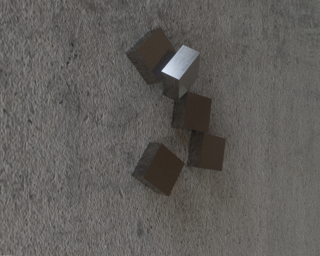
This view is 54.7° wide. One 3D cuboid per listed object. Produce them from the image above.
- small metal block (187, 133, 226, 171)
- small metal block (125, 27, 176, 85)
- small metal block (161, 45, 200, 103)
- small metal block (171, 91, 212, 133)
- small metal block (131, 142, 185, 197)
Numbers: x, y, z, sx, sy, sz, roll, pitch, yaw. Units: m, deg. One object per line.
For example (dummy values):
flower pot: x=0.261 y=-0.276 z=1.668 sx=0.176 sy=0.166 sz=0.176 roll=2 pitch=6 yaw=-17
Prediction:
small metal block: x=0.070 y=0.036 z=0.463 sx=0.050 sy=0.025 sz=0.050 roll=14 pitch=81 yaw=-39
small metal block: x=-0.008 y=-0.092 z=0.398 sx=0.050 sy=0.025 sz=0.050 roll=-52 pitch=120 yaw=-27
small metal block: x=0.027 y=-0.070 z=0.402 sx=0.050 sy=0.025 sz=0.050 roll=-53 pitch=161 yaw=-22
small metal block: x=0.046 y=-0.022 z=0.442 sx=0.050 sy=0.025 sz=0.050 roll=11 pitch=83 yaw=-39
small metal block: x=-0.001 y=0.054 z=0.403 sx=0.050 sy=0.025 sz=0.050 roll=42 pitch=64 yaw=-32
